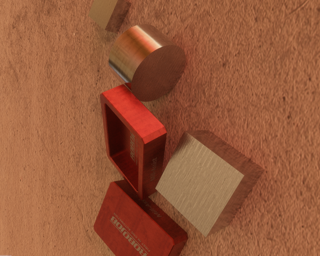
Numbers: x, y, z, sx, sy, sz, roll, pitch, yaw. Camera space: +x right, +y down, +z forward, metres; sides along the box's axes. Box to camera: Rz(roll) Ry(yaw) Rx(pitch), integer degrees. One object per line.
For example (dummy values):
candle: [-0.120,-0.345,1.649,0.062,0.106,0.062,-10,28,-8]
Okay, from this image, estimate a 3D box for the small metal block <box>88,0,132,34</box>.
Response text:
small metal block: [-0.077,-0.179,0.468,0.050,0.025,0.050,45,117,30]

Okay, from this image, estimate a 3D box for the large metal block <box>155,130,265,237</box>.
large metal block: [0.053,0.057,0.345,0.080,0.050,0.079,39,114,33]

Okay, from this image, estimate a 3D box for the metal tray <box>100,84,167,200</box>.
metal tray: [-0.035,0.021,0.387,0.090,0.030,0.129,46,150,30]

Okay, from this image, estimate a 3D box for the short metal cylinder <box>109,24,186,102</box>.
short metal cylinder: [-0.015,-0.079,0.382,0.050,0.081,0.080,47,118,29]

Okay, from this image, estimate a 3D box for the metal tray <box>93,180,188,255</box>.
metal tray: [-0.032,0.143,0.429,0.130,0.030,0.089,35,112,34]
